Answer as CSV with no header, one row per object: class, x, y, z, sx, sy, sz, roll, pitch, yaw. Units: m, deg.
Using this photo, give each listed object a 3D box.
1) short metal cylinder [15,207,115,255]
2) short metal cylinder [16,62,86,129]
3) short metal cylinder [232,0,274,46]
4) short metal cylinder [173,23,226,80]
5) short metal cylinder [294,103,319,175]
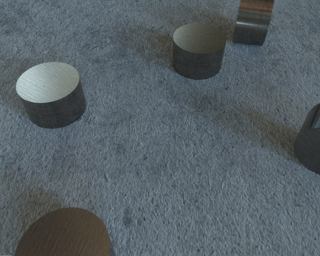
short metal cylinder,-0.083,0.121,0.285,0.080,0.050,0.080,0,50,0
short metal cylinder,-0.146,-0.045,0.424,0.080,0.050,0.080,0,50,0
short metal cylinder,0.155,-0.182,0.521,0.050,0.080,0.080,11,51,9
short metal cylinder,0.060,-0.122,0.490,0.080,0.050,0.080,0,50,0
short metal cylinder,0.204,0.014,0.357,0.080,0.080,0.050,27,55,21
